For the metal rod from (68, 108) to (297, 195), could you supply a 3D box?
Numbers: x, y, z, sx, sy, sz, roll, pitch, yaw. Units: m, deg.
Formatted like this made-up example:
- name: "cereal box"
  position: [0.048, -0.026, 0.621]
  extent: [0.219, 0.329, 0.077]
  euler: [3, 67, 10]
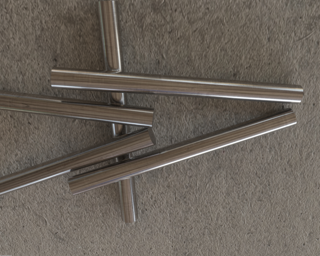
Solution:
- name: "metal rod"
  position: [0.030, 0.030, 0.406]
  extent: [0.302, 0.025, 0.025]
  euler: [-18, 110, -1]

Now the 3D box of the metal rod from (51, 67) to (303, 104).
- name: "metal rod"
  position: [0.027, -0.050, 0.375]
  extent: [0.302, 0.025, 0.025]
  euler: [3, 110, -8]

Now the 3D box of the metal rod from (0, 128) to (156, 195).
- name: "metal rod"
  position: [-0.149, 0.057, 0.415]
  extent: [0.301, 0.025, 0.025]
  euler: [-19, 109, 12]

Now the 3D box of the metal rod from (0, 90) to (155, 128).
- name: "metal rod"
  position: [-0.158, -0.030, 0.383]
  extent: [0.302, 0.025, 0.025]
  euler: [7, 110, 3]

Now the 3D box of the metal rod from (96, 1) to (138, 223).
- name: "metal rod"
  position: [-0.053, -0.006, 0.408]
  extent: [0.025, 0.025, 0.298]
  euler: [-3, 110, 1]
